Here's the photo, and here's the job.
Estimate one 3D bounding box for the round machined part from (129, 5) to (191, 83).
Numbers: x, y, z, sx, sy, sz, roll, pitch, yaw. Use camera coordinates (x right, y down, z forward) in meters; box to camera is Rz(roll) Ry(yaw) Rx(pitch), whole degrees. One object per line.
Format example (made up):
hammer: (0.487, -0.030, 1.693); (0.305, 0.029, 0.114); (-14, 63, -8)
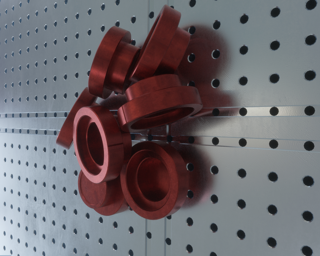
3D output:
round machined part: (0.002, -0.093, 0.375); (0.097, 0.042, 0.098); (-59, 13, 24)

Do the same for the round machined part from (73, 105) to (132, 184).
round machined part: (-0.072, 0.019, 0.399); (0.098, 0.042, 0.097); (16, 110, 49)

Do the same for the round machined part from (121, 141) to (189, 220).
round machined part: (-0.002, 0.065, 0.401); (0.098, 0.042, 0.097); (0, 90, 40)

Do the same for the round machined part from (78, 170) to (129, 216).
round machined part: (-0.088, 0.085, 0.472); (0.098, 0.042, 0.097); (0, 90, 40)

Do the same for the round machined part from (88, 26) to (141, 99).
round machined part: (-0.057, -0.084, 0.423); (0.042, 0.098, 0.097); (22, 107, 0)

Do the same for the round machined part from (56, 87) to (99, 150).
round machined part: (-0.115, -0.010, 0.473); (0.042, 0.098, 0.097); (28, 115, -11)

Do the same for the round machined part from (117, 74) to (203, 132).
round machined part: (-0.003, -0.031, 0.364); (0.098, 0.099, 0.042); (-24, 78, 37)
